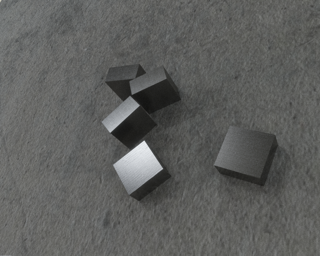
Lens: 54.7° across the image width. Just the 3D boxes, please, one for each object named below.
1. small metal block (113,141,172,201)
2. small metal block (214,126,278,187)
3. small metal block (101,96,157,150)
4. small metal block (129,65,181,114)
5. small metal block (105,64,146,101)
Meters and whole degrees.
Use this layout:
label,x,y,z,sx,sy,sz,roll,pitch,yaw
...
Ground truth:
label,x,y,z,sx,sy,sz,roll,pitch,yaw
small metal block,-0.022,0.053,0.382,0.050,0.025,0.050,-38,51,2
small metal block,0.094,0.029,0.336,0.050,0.025,0.050,14,68,33
small metal block,-0.040,-0.006,0.411,0.050,0.050,0.025,-43,51,-2
small metal block,-0.006,-0.051,0.421,0.050,0.050,0.025,-24,54,13
small metal block,-0.042,-0.065,0.448,0.050,0.050,0.025,-2,61,27
